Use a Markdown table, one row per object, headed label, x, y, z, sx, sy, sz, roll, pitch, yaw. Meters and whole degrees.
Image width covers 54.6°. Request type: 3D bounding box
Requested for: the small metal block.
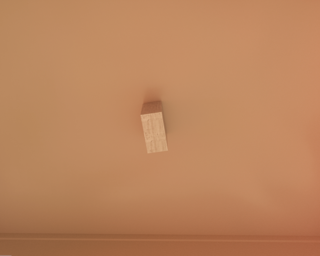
| label | x | y | z | sx | sy | sz | roll | pitch | yaw |
| --- | --- | --- | --- | --- | --- | --- | --- | --- | --- |
| small metal block | -0.006 | -0.002 | 0.393 | 0.025 | 0.050 | 0.050 | -8 | 109 | 3 |
